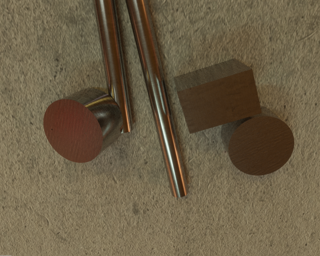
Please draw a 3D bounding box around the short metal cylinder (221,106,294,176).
[{"bbox_3d":[0.124,0.014,0.403,0.081,0.050,0.079,0,110,0],"label":"short metal cylinder"}]

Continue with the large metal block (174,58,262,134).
[{"bbox_3d":[0.064,-0.041,0.366,0.080,0.080,0.050,-17,109,6],"label":"large metal block"}]

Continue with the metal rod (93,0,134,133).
[{"bbox_3d":[-0.063,-0.137,0.358,0.025,0.025,0.298,-6,110,2],"label":"metal rod"}]

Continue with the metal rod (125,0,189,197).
[{"bbox_3d":[-0.003,-0.044,0.393,0.025,0.025,0.298,-12,110,4],"label":"metal rod"}]

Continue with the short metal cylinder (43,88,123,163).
[{"bbox_3d":[-0.093,-0.004,0.381,0.080,0.050,0.079,8,114,19],"label":"short metal cylinder"}]
